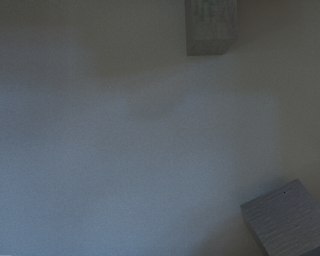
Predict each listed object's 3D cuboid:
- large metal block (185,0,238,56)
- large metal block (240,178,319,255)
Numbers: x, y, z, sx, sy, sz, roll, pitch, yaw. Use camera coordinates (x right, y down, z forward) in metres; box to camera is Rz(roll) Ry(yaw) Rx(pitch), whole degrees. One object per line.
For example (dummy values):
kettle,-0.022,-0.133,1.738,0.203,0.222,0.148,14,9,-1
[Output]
large metal block,0.060,-0.139,0.384,0.050,0.080,0.080,-2,90,0
large metal block,0.157,0.122,0.379,0.080,0.050,0.080,-25,46,0
